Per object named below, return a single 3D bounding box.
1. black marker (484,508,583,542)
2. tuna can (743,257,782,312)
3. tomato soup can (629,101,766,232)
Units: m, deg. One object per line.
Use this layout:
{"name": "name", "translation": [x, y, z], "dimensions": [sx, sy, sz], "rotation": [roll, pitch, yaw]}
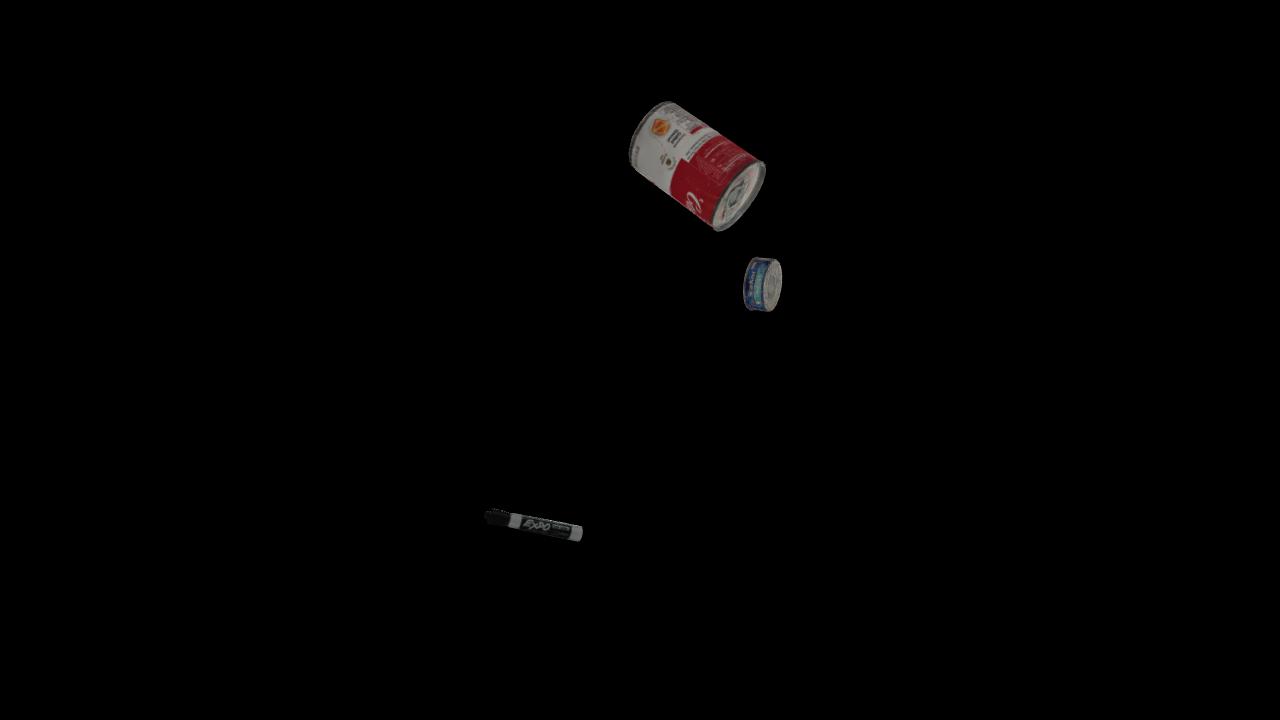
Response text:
{"name": "black marker", "translation": [-0.127, 0.198, 0.738], "dimensions": [0.121, 0.020, 0.020], "rotation": [18, -7, -23]}
{"name": "tuna can", "translation": [0.192, -0.117, 0.955], "dimensions": [0.034, 0.084, 0.084], "rotation": [11, 6, 31]}
{"name": "tomato soup can", "translation": [0.047, -0.166, 0.526], "dimensions": [0.101, 0.068, 0.068], "rotation": [41, 15, 17]}
